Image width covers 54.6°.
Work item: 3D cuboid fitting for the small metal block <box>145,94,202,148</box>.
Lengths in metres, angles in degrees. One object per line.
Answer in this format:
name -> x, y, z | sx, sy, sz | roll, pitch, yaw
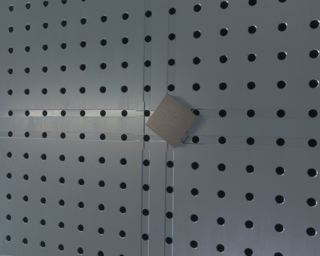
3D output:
small metal block -> 0.018, -0.009, 0.407 | 0.050, 0.025, 0.050 | 39, 102, 16
